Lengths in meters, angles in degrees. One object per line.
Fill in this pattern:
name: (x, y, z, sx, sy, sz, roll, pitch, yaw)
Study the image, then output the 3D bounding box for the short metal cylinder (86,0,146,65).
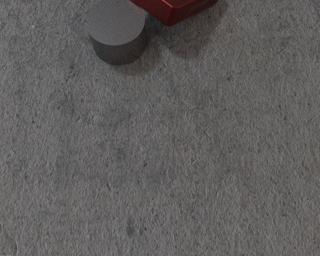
short metal cylinder: (-0.061, -0.138, 0.445, 0.081, 0.050, 0.080, 0, 70, 0)

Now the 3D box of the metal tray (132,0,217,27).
metal tray: (0.022, -0.204, 0.454, 0.090, 0.030, 0.131, 40, 52, 13)
